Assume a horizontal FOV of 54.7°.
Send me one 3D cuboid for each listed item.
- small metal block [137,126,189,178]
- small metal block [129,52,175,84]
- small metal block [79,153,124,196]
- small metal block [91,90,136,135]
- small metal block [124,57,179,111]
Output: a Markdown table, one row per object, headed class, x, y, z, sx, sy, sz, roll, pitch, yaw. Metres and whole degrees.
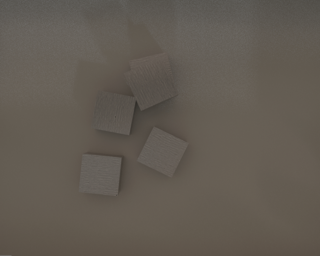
| class | x | y | z | sx | sy | sz | roll | pitch | yaw |
| --- | --- | --- | --- | --- | --- | --- | --- | --- | --- |
| small metal block | 0.004 | 0.031 | 0.412 | 0.050 | 0.025 | 0.050 | 26 | 90 | -1 |
| small metal block | -0.010 | -0.068 | 0.411 | 0.050 | 0.025 | 0.050 | -14 | 90 | -1 |
| small metal block | -0.077 | 0.060 | 0.410 | 0.050 | 0.025 | 0.050 | 6 | 90 | -1 |
| small metal block | -0.060 | -0.020 | 0.411 | 0.050 | 0.025 | 0.050 | 11 | 90 | -1 |
| small metal block | -0.010 | -0.054 | 0.386 | 0.050 | 0.025 | 0.050 | -24 | 90 | -1 |
